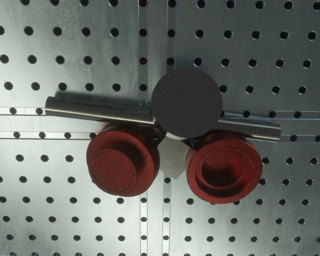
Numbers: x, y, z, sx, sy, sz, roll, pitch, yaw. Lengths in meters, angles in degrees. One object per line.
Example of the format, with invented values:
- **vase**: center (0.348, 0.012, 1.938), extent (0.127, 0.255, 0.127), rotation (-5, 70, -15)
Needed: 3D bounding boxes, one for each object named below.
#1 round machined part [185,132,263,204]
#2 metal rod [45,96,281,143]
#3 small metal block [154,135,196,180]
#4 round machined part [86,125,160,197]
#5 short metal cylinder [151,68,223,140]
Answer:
- **round machined part**: center (0.083, 0.050, 0.417), extent (0.099, 0.042, 0.097), rotation (-1, 113, -3)
- **metal rod**: center (0.006, -0.011, 0.406), extent (0.302, 0.025, 0.025), rotation (7, 110, -3)
- **small metal block**: center (0.016, 0.034, 0.422), extent (0.050, 0.025, 0.050), rotation (35, 106, -12)
- **round machined part**: center (-0.053, 0.048, 0.404), extent (0.098, 0.042, 0.097), rotation (6, 112, 16)
- **short metal cylinder**: center (0.029, -0.026, 0.371), extent (0.081, 0.050, 0.080), rotation (0, 85, -4)
